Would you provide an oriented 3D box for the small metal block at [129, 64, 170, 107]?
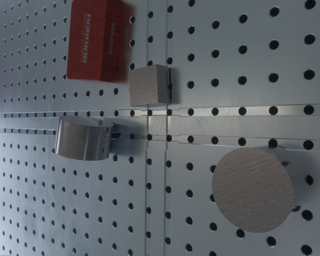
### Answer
[{"bbox_3d":[-0.015,-0.056,0.422,0.050,0.025,0.050,-4,87,40],"label":"small metal block"}]

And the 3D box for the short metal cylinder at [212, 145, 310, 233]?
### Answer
[{"bbox_3d":[0.100,0.058,0.311,0.080,0.050,0.079,0,90,40],"label":"short metal cylinder"}]

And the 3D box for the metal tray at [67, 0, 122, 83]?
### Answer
[{"bbox_3d":[-0.107,-0.140,0.494,0.090,0.030,0.129,9,96,39],"label":"metal tray"}]

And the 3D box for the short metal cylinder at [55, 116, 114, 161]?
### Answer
[{"bbox_3d":[-0.114,0.014,0.468,0.080,0.081,0.050,17,101,39],"label":"short metal cylinder"}]
